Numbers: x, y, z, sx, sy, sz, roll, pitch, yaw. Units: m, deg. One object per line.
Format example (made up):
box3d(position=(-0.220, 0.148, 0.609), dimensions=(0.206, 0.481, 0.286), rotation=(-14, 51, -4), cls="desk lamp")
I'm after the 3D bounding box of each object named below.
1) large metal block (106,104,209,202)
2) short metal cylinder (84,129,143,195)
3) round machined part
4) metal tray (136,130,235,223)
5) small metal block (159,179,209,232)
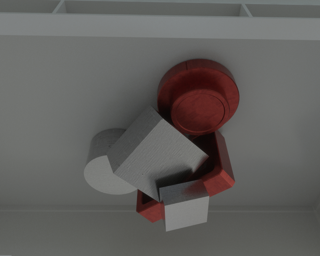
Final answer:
box3d(position=(-0.004, 0.032, 0.371), dimensions=(0.080, 0.050, 0.080), rotation=(39, 95, -28), cls="large metal block")
box3d(position=(-0.060, 0.048, 0.430), dimensions=(0.081, 0.050, 0.079), rotation=(0, 130, 0), cls="short metal cylinder")
box3d(position=(0.046, -0.029, 0.371), dimensions=(0.099, 0.042, 0.097), rotation=(-1, 130, 0), cls="round machined part")
box3d(position=(0.029, 0.061, 0.416), dimensions=(0.130, 0.090, 0.030), rotation=(-31, 123, 23), cls="metal tray")
box3d(position=(0.028, 0.090, 0.359), dimensions=(0.050, 0.025, 0.050), rotation=(-10, 130, -9), cls="small metal block")
